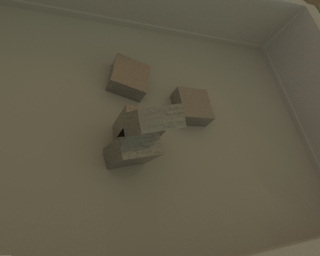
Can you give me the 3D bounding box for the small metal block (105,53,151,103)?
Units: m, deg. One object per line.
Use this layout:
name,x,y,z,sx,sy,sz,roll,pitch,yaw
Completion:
small metal block,-0.043,-0.069,0.426,0.050,0.025,0.050,19,54,-18

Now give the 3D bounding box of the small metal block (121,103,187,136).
small metal block,-0.008,-0.008,0.328,0.050,0.050,0.025,-9,90,-25

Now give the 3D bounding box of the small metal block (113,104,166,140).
small metal block,-0.026,-0.001,0.378,0.050,0.050,0.025,9,58,-24

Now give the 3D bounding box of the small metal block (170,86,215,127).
small metal block,0.047,-0.031,0.451,0.050,0.025,0.050,3,61,-27

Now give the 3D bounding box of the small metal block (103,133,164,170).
small metal block,-0.031,0.027,0.355,0.050,0.050,0.025,-6,75,-31
